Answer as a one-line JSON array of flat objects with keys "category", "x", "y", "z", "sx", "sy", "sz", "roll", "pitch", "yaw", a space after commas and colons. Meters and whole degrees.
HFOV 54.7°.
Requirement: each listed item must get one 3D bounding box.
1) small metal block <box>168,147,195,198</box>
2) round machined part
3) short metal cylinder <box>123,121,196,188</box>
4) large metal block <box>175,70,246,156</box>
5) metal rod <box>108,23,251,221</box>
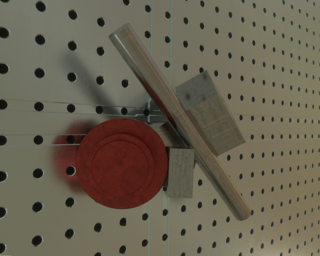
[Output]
[{"category": "small metal block", "x": 0.022, "y": 0.046, "z": 0.339, "sx": 0.025, "sy": 0.050, "sz": 0.050, "roll": 3, "pitch": 89, "yaw": 0}, {"category": "round machined part", "x": -0.040, "y": 0.038, "z": 0.327, "sx": 0.099, "sy": 0.042, "sz": 0.097, "roll": 0, "pitch": 93, "yaw": -2}, {"category": "short metal cylinder", "x": 0.000, "y": 0.031, "z": 0.388, "sx": 0.081, "sy": 0.050, "sz": 0.079, "roll": 0, "pitch": 90, "yaw": -40}, {"category": "large metal block", "x": 0.065, "y": -0.020, "z": 0.415, "sx": 0.080, "sy": 0.050, "sz": 0.080, "roll": 54, "pitch": 16, "yaw": -27}, {"category": "metal rod", "x": 0.038, "y": 0.012, "z": 0.372, "sx": 0.025, "sy": 0.025, "sz": 0.300, "roll": -51, "pitch": 120, "yaw": -28}]
